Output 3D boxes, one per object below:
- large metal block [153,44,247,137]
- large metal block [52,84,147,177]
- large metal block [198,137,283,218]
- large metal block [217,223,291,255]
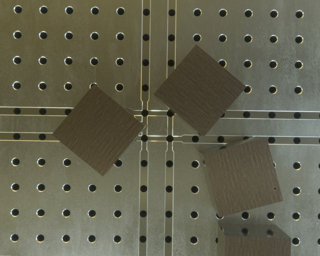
[{"bbox_3d":[0.049,-0.046,0.401,0.080,0.050,0.080,40,90,0],"label":"large metal block"},{"bbox_3d":[-0.074,0.003,0.400,0.080,0.050,0.080,40,90,0],"label":"large metal block"},{"bbox_3d":[0.101,0.060,0.402,0.080,0.050,0.080,-15,90,0],"label":"large metal block"},{"bbox_3d":[0.118,0.172,0.402,0.080,0.050,0.080,2,90,0],"label":"large metal block"}]
